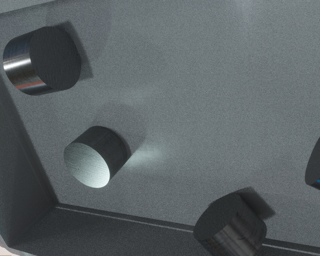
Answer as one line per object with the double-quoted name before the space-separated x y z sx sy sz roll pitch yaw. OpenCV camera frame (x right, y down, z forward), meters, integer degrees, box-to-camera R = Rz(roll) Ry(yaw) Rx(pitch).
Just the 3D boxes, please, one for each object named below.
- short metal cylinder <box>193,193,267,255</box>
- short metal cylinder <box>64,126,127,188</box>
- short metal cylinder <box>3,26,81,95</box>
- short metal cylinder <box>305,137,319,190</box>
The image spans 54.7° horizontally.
"short metal cylinder" 0.091 0.133 0.407 0.050 0.080 0.080 47 129 -5
"short metal cylinder" -0.097 0.044 0.471 0.080 0.050 0.079 13 124 21
"short metal cylinder" -0.150 -0.085 0.400 0.050 0.080 0.080 -6 116 31
"short metal cylinder" 0.183 0.029 0.295 0.050 0.080 0.079 25 127 13
